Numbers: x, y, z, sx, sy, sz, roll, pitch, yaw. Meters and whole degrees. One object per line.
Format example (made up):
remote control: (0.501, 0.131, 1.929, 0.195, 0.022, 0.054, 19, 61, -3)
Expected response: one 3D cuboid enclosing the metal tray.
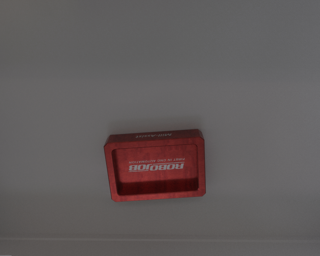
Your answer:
metal tray: (-0.005, 0.052, 0.427, 0.131, 0.030, 0.089, -4, 110, 1)
